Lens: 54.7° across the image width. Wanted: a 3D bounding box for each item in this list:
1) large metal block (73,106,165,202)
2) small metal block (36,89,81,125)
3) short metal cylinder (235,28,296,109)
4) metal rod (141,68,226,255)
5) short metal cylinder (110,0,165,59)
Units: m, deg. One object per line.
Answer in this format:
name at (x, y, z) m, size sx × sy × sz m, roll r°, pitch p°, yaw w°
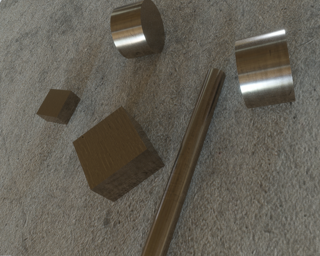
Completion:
large metal block at (-0.054, 0.033, 0.394) m, size 0.080 × 0.050 × 0.080 m, roll -36°, pitch 51°, yaw 3°
small metal block at (-0.167, -0.036, 0.511) m, size 0.050 × 0.025 × 0.050 m, roll 9°, pitch 66°, yaw 31°
short metal cylinder at (0.118, -0.065, 0.346) m, size 0.050 × 0.080 × 0.080 m, roll -9°, pitch 58°, yaw 23°
metal rod at (0.023, 0.059, 0.354) m, size 0.025 × 0.025 × 0.300 m, roll 8°, pitch 66°, yaw 31°
short metal cylinder at (-0.032, -0.151, 0.476) m, size 0.050 × 0.080 × 0.080 m, roll -5°, pitch 60°, yaw 25°
